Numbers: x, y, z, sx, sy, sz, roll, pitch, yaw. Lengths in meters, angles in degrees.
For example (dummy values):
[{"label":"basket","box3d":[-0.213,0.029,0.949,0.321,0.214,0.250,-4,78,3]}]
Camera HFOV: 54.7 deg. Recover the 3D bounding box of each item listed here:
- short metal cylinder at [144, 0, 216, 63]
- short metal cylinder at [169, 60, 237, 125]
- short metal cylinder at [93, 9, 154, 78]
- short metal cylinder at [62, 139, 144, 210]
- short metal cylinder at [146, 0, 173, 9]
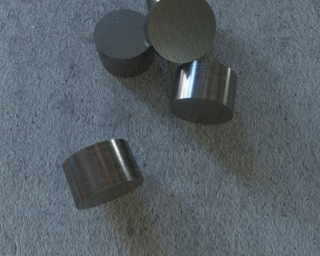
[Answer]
[{"label":"short metal cylinder","box3d":[0.022,-0.123,0.382,0.081,0.050,0.079,-3,106,-9]},{"label":"short metal cylinder","box3d":[0.055,-0.043,0.395,0.080,0.080,0.050,10,71,3]},{"label":"short metal cylinder","box3d":[-0.049,-0.118,0.438,0.081,0.050,0.080,0,70,0]},{"label":"short metal cylinder","box3d":[-0.065,0.054,0.359,0.080,0.080,0.050,-23,72,-8]},{"label":"short metal cylinder","box3d":[0.023,-0.175,0.443,0.081,0.080,0.050,-11,71,-4]}]
